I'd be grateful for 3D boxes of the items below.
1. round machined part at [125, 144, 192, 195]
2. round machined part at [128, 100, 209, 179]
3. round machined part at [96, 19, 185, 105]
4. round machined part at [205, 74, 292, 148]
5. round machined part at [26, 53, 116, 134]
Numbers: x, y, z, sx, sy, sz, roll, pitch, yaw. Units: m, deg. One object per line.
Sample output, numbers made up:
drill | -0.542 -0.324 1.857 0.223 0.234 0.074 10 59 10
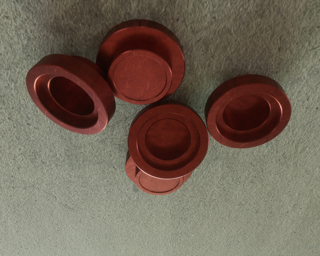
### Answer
round machined part | -0.001 0.060 0.448 0.099 0.042 0.097 -1 130 0
round machined part | 0.009 0.012 0.394 0.099 0.042 0.097 -1 107 -3
round machined part | -0.021 -0.065 0.341 0.099 0.042 0.097 -1 130 0
round machined part | 0.104 -0.024 0.379 0.099 0.042 0.097 -1 130 0
round machined part | -0.094 -0.041 0.347 0.098 0.042 0.097 15 139 14
